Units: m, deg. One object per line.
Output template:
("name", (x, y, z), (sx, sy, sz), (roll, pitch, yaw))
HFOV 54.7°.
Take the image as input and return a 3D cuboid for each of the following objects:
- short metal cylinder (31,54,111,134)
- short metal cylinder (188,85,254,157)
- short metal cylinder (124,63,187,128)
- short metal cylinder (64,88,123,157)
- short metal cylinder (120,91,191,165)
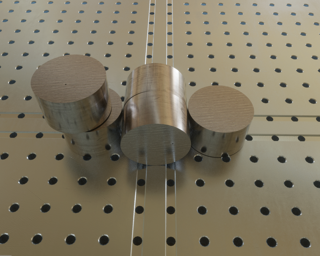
("short metal cylinder", (-0.099, -0.040, 0.357), (0.081, 0.050, 0.080), (0, 50, 0))
("short metal cylinder", (0.075, -0.009, 0.399), (0.081, 0.050, 0.080), (0, 50, 0))
("short metal cylinder", (-0.006, -0.037, 0.403), (0.081, 0.080, 0.050), (1, 51, 0))
("short metal cylinder", (-0.087, -0.010, 0.399), (0.081, 0.050, 0.080), (0, 50, 0))
("short metal cylinder", (-0.005, 0.002, 0.370), (0.081, 0.080, 0.050), (-1, 50, -1))
